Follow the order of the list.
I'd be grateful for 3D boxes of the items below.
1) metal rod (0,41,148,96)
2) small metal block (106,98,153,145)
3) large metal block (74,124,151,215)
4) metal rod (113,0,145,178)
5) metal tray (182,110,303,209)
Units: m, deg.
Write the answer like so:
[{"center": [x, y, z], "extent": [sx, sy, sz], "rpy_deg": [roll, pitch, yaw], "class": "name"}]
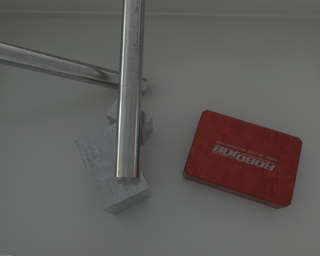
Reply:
[{"center": [-0.159, -0.083, 0.374], "extent": [0.302, 0.025, 0.025], "rpy_deg": [11, 69, -23], "class": "metal rod"}, {"center": [-0.038, -0.007, 0.399], "extent": [0.050, 0.050, 0.025], "rpy_deg": [28, 73, 9], "class": "small metal block"}, {"center": [-0.052, 0.051, 0.361], "extent": [0.050, 0.080, 0.080], "rpy_deg": [-25, 72, -9], "class": "large metal block"}, {"center": [-0.030, -0.097, 0.338], "extent": [0.025, 0.025, 0.299], "rpy_deg": [1, 78, 0], "class": "metal rod"}, {"center": [0.104, 0.039, 0.394], "extent": [0.131, 0.030, 0.090], "rpy_deg": [18, 71, 6], "class": "metal tray"}]
